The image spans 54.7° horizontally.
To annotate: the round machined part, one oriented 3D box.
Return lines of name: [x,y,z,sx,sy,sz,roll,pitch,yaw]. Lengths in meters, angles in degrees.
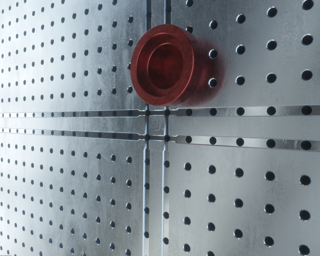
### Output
round machined part: [0.012,-0.075,0.386,0.098,0.042,0.097,0,90,39]
